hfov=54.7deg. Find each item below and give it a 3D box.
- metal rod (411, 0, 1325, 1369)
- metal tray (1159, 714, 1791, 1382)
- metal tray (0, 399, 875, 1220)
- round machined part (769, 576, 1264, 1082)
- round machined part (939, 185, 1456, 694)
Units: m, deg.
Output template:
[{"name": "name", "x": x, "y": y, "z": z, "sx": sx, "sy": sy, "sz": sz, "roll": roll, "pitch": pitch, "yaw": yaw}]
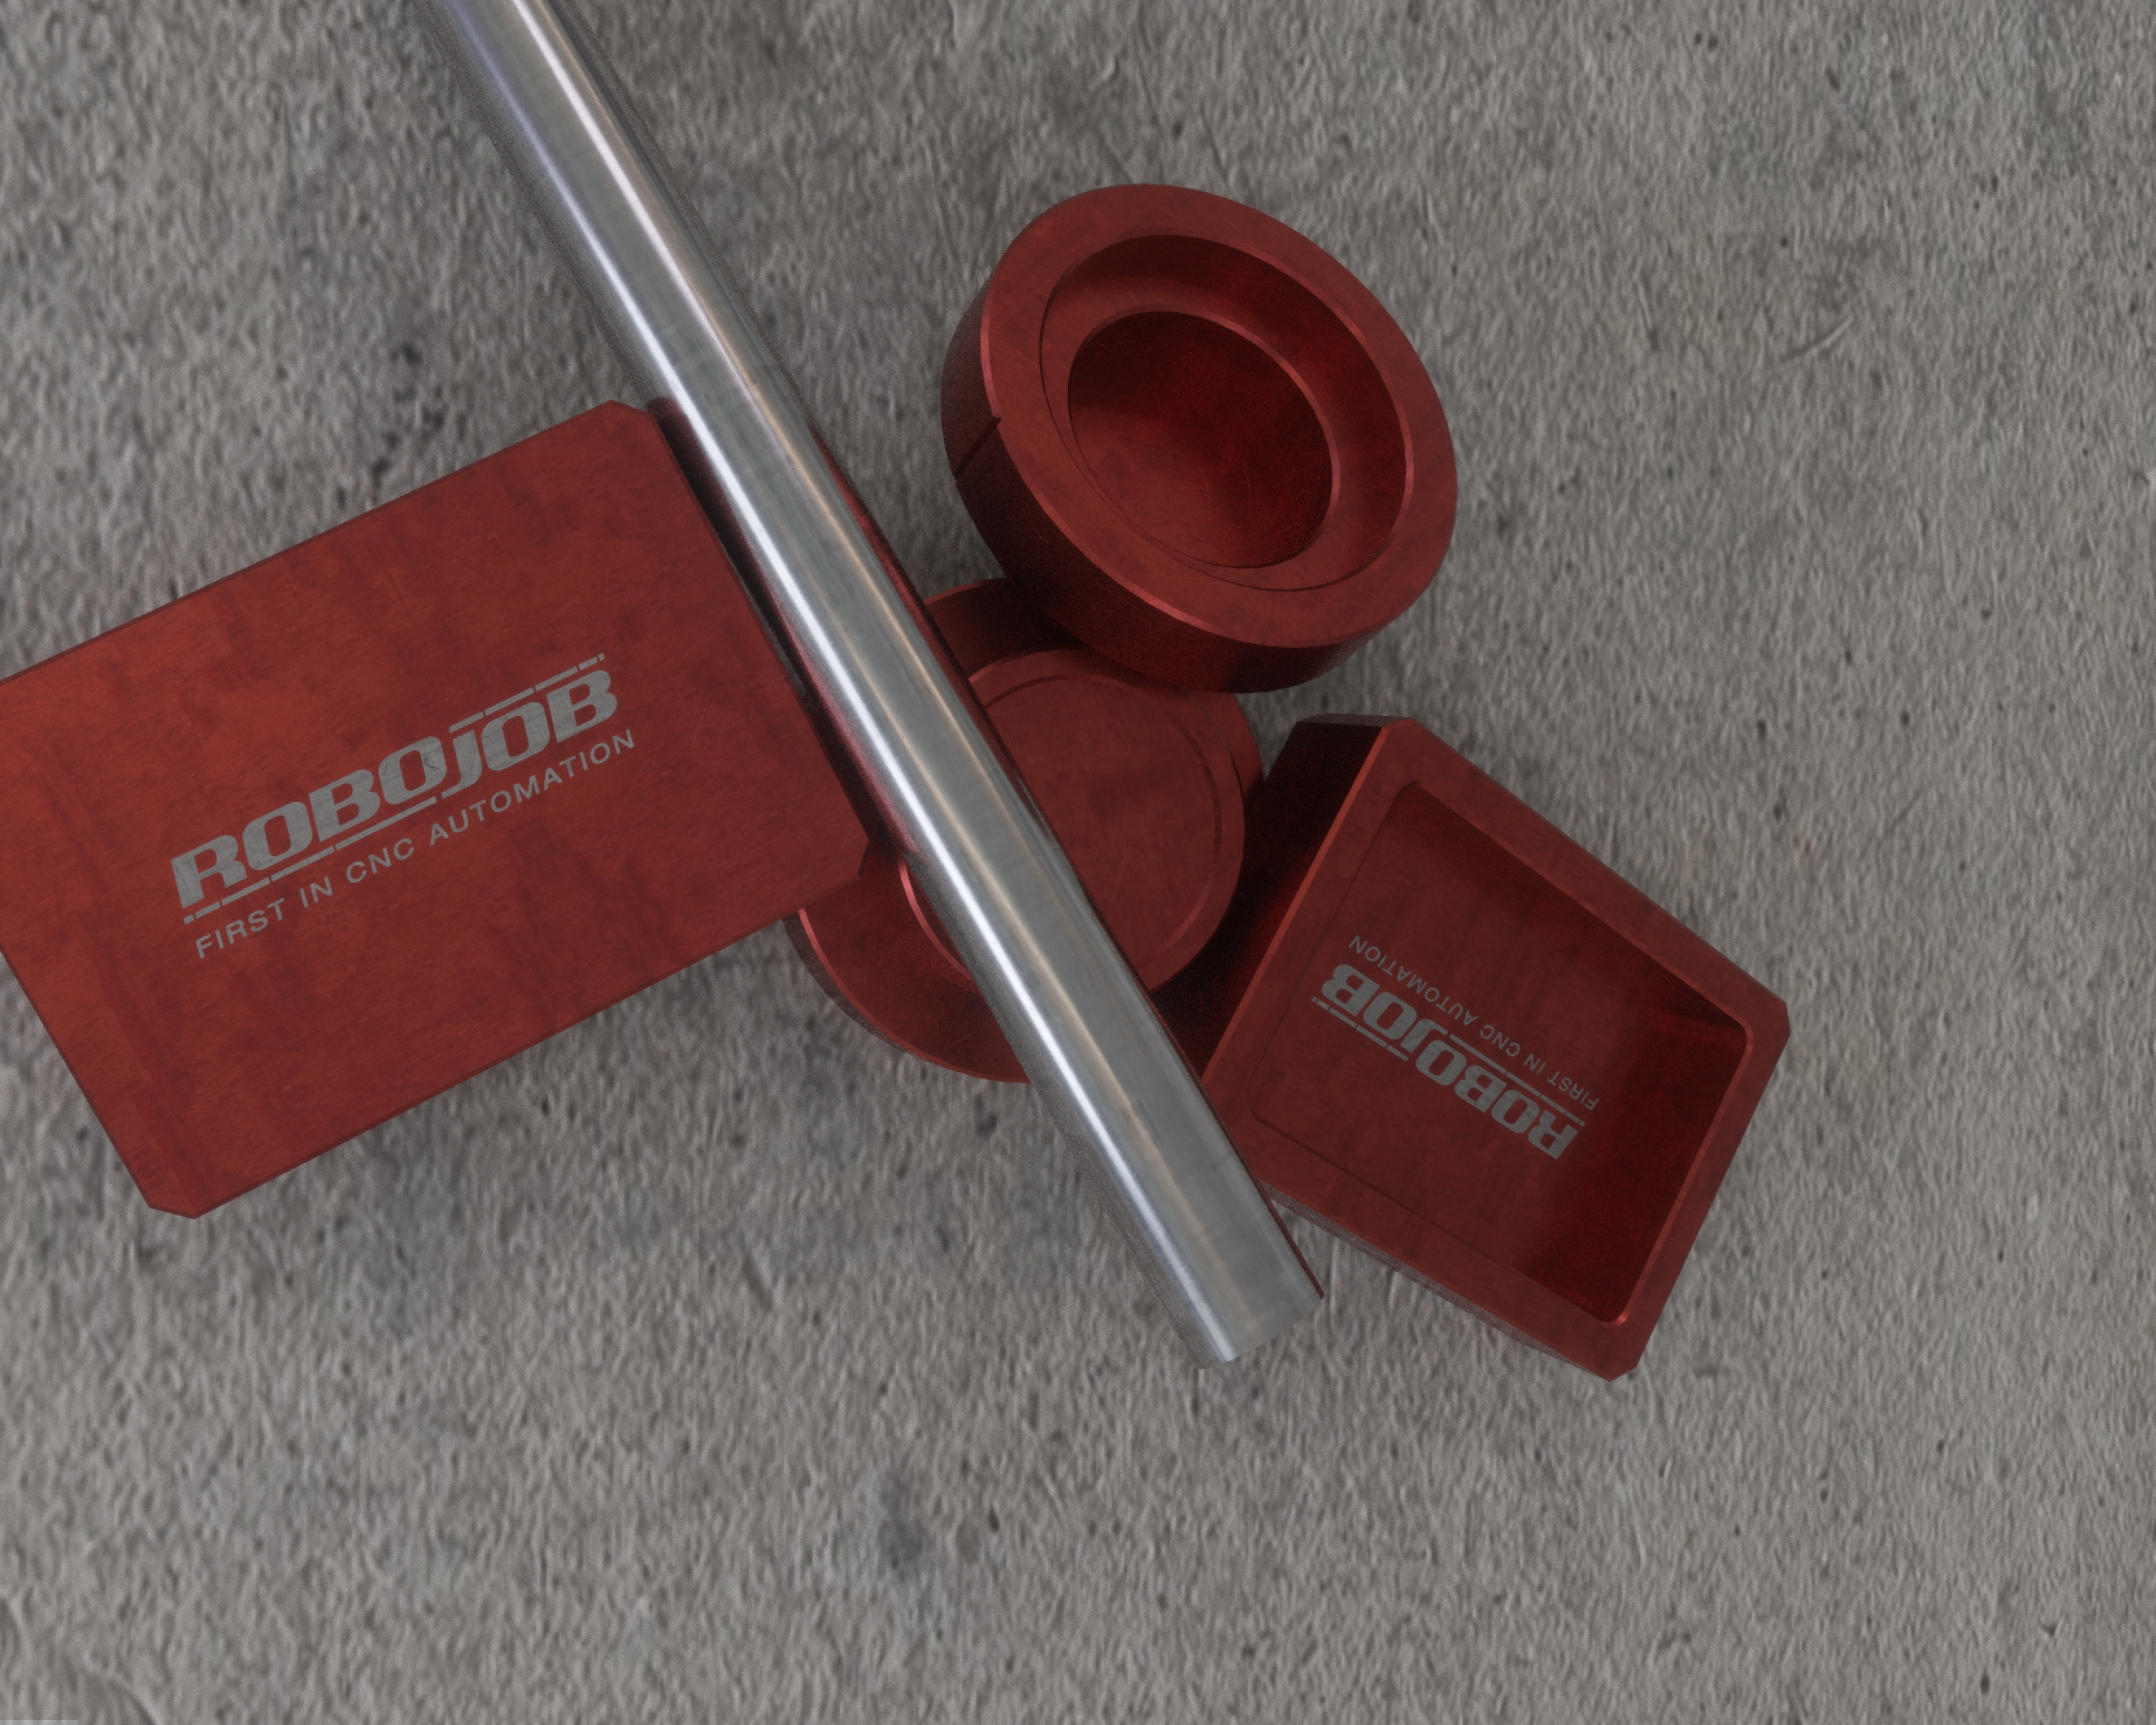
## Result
[{"name": "metal rod", "x": -0.044, "y": -0.051, "z": 0.358, "sx": 0.025, "sy": 0.025, "sz": 0.299, "roll": -29, "pitch": 87, "yaw": -18}, {"name": "metal tray", "x": 0.080, "y": 0.039, "z": 0.426, "sx": 0.130, "sy": 0.030, "sz": 0.090, "roll": 33, "pitch": 79, "yaw": -28}, {"name": "metal tray", "x": -0.113, "y": -0.010, "z": 0.355, "sx": 0.131, "sy": 0.030, "sz": 0.090, "roll": -28, "pitch": 97, "yaw": -9}, {"name": "round machined part", "x": -0.007, "y": -0.006, "z": 0.399, "sx": 0.099, "sy": 0.042, "sz": 0.097, "roll": 0, "pitch": 90, "yaw": -20}, {"name": "round machined part", "x": 0.019, "y": -0.076, "z": 0.397, "sx": 0.099, "sy": 0.042, "sz": 0.098, "roll": 11, "pitch": 64, "yaw": -23}]
